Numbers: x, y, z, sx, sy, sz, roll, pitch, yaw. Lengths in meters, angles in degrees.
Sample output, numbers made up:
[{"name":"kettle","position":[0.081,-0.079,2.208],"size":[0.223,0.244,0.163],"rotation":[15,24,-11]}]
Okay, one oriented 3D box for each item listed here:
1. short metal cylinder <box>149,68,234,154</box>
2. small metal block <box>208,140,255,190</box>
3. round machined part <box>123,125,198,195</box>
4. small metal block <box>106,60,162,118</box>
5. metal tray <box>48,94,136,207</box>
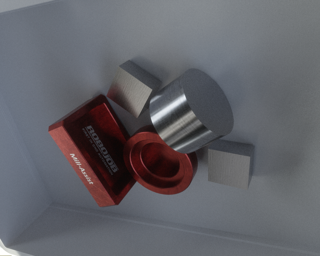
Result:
[{"name":"short metal cylinder","position":[0.035,-0.018,0.340],"size":[0.050,0.080,0.080],"rotation":[-33,100,38]},{"name":"small metal block","position":[0.088,0.045,0.387],"size":[0.050,0.025,0.050],"rotation":[10,122,24]},{"name":"round machined part","position":[0.004,0.038,0.414],"size":[0.098,0.042,0.097],"rotation":[13,124,20]},{"name":"small metal block","position":[-0.034,-0.049,0.392],"size":[0.050,0.025,0.050],"rotation":[36,129,5]},{"name":"metal tray","position":[-0.079,0.030,0.422],"size":[0.030,0.090,0.130],"rotation":[-18,109,35]}]
